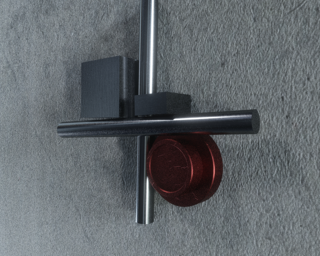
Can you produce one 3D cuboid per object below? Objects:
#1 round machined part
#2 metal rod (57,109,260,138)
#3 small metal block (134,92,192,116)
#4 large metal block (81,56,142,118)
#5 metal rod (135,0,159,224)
[{"bbox_3d":[0.022,0.047,0.374,0.098,0.042,0.097,0,90,39],"label":"round machined part"},{"bbox_3d":[-0.027,-0.002,0.394,0.300,0.025,0.025,-2,89,35],"label":"metal rod"},{"bbox_3d":[0.004,-0.028,0.385,0.050,0.050,0.025,-2,89,39],"label":"small metal block"},{"bbox_3d":[-0.067,-0.054,0.442,0.080,0.050,0.079,1,91,39],"label":"large metal block"},{"bbox_3d":[-0.018,-0.022,0.419,0.025,0.025,0.298,2,91,39],"label":"metal rod"}]
